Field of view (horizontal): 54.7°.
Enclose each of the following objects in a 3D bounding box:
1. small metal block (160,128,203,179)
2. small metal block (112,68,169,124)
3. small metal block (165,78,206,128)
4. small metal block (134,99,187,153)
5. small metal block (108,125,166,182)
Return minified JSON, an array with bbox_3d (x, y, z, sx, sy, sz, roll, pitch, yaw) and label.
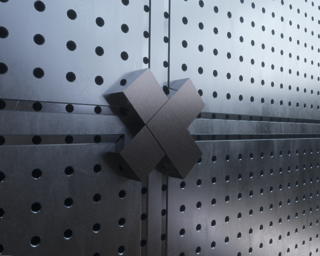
[{"bbox_3d":[0.027,0.035,0.434,0.050,0.025,0.050,-49,119,-29],"label":"small metal block"},{"bbox_3d":[-0.024,-0.040,0.391,0.050,0.025,0.050,-49,119,-29],"label":"small metal block"},{"bbox_3d":[0.031,-0.035,0.437,0.050,0.025,0.050,-49,119,-29],"label":"small metal block"},{"bbox_3d":[0.002,-0.002,0.412,0.050,0.025,0.050,-49,119,-29],"label":"small metal block"},{"bbox_3d":[-0.027,0.031,0.388,0.050,0.025,0.050,-49,119,-29],"label":"small metal block"}]
